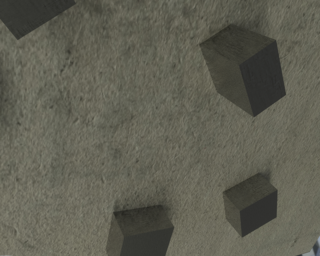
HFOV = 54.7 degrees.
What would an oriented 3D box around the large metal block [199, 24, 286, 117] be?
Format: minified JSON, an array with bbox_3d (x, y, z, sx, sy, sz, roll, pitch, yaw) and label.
[{"bbox_3d":[0.102,-0.073,0.384,0.050,0.080,0.080,-35,129,-6],"label":"large metal block"}]

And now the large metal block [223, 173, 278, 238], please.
[{"bbox_3d":[0.167,0.143,0.574,0.081,0.050,0.080,-25,128,-14],"label":"large metal block"}]

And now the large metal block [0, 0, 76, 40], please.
[{"bbox_3d":[-0.116,-0.123,0.232,0.050,0.080,0.080,-35,129,-5],"label":"large metal block"}]

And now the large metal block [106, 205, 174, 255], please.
[{"bbox_3d":[-0.033,0.172,0.481,0.081,0.050,0.079,-1,119,-28],"label":"large metal block"}]
